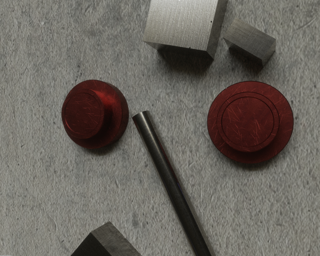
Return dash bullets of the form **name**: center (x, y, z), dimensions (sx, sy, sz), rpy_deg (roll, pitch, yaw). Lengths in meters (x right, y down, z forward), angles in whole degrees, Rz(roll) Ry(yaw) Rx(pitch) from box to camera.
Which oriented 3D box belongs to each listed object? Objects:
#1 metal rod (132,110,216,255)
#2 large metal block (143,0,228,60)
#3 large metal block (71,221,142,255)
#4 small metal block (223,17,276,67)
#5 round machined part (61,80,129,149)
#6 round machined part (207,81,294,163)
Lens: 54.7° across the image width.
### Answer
- **metal rod**: center (0.036, 0.116, 0.396), dimensions (0.025, 0.025, 0.299), rpy_deg (-28, 81, 18)
- **large metal block**: center (0.033, -0.135, 0.384), dimensions (0.080, 0.050, 0.080), rpy_deg (14, 95, 19)
- **large metal block**: center (-0.077, 0.191, 0.423), dimensions (0.080, 0.050, 0.080), rpy_deg (43, 103, 15)
- **small metal block**: center (0.105, -0.097, 0.359), dimensions (0.050, 0.050, 0.025), rpy_deg (36, 102, 16)
- **round machined part**: center (-0.097, -0.019, 0.434), dimensions (0.098, 0.042, 0.097), rpy_deg (0, 90, 20)
- **round machined part**: center (0.104, -0.007, 0.363), dimensions (0.098, 0.042, 0.097), rpy_deg (0, 90, 20)
